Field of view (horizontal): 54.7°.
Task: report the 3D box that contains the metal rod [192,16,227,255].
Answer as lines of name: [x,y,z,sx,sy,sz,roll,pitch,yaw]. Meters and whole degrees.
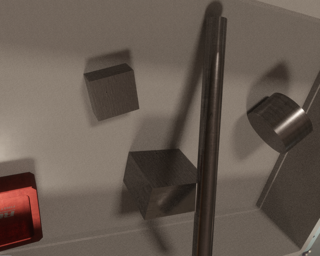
metal rod: [0.060,0.019,0.379,0.025,0.025,0.298,1,94,-29]

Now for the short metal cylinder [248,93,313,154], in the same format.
short metal cylinder: [0.181,-0.007,0.470,0.050,0.080,0.080,-39,130,-2]

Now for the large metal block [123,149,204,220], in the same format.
large metal block: [0.005,0.072,0.422,0.081,0.080,0.050,-1,119,-28]

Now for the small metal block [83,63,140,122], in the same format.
small metal block: [-0.055,-0.041,0.354,0.050,0.025,0.050,-19,126,-18]

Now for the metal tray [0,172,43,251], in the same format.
metal tray: [-0.209,0.106,0.356,0.131,0.030,0.089,-8,122,-25]
